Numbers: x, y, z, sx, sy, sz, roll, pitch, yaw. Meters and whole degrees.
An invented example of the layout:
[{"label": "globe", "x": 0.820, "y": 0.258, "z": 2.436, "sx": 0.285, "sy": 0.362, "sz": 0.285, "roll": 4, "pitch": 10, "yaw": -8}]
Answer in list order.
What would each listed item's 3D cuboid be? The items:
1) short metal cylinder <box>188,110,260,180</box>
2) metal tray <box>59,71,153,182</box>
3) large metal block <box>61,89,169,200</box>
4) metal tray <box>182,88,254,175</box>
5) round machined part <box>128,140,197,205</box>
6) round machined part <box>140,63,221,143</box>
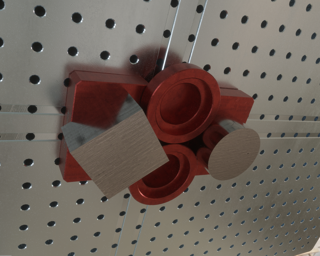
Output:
[{"label": "short metal cylinder", "x": 0.086, "y": 0.023, "z": 0.416, "sx": 0.081, "sy": 0.050, "sz": 0.079, "roll": -14, "pitch": 124, "yaw": -21}, {"label": "metal tray", "x": -0.066, "y": 0.001, "z": 0.372, "sx": 0.091, "sy": 0.030, "sz": 0.129, "roll": 0, "pitch": 119, "yaw": -30}, {"label": "large metal block", "x": -0.048, "y": 0.018, "z": 0.341, "sx": 0.080, "sy": 0.050, "sz": 0.080, "roll": -32, "pitch": 129, "yaw": -7}, {"label": "metal tray", "x": 0.073, "y": 0.008, "z": 0.450, "sx": 0.091, "sy": 0.030, "sz": 0.129, "roll": 1, "pitch": 118, "yaw": -29}, {"label": "round machined part", "x": -0.002, "y": 0.053, "z": 0.420, "sx": 0.099, "sy": 0.042, "sz": 0.097, "roll": -14, "pitch": 124, "yaw": -21}, {"label": "round machined part", "x": 0.021, "y": -0.033, "z": 0.379, "sx": 0.099, "sy": 0.042, "sz": 0.097, "roll": -14, "pitch": 124, "yaw": -21}]
